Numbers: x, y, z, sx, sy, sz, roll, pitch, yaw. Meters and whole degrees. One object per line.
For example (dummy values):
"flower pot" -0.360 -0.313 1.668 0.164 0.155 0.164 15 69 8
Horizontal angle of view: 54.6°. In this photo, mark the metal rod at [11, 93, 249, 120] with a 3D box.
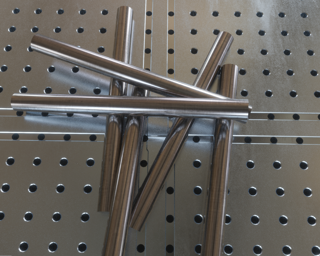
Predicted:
"metal rod" -0.045 -0.028 0.391 0.301 0.025 0.025 3 70 10

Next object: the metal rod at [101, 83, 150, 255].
"metal rod" -0.043 0.076 0.365 0.025 0.025 0.300 6 63 2

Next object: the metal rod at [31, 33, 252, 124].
"metal rod" -0.029 -0.067 0.408 0.301 0.025 0.025 20 71 7

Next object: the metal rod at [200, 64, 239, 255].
"metal rod" 0.076 0.054 0.392 0.025 0.025 0.299 9 70 3

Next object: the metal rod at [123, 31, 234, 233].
"metal rod" 0.032 -0.008 0.414 0.025 0.025 0.300 25 72 8

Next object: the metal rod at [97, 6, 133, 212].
"metal rod" -0.058 -0.039 0.425 0.025 0.025 0.299 2 70 1
